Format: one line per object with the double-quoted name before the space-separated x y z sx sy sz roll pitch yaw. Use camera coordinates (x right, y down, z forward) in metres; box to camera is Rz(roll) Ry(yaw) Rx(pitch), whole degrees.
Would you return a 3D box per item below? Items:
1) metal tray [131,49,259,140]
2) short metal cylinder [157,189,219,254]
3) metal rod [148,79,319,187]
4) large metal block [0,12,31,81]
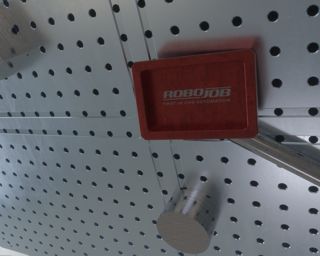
"metal tray" 0.039 -0.034 0.342 0.130 0.030 0.089 -2 104 20
"short metal cylinder" 0.042 0.138 0.458 0.080 0.050 0.079 13 124 21
"metal rod" 0.107 0.014 0.363 0.301 0.025 0.025 28 128 10
"large metal block" -0.252 -0.119 0.454 0.080 0.050 0.080 -29 103 37
